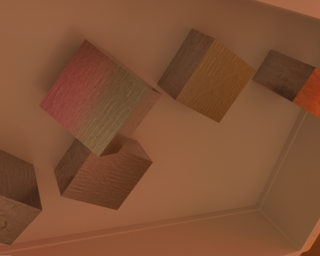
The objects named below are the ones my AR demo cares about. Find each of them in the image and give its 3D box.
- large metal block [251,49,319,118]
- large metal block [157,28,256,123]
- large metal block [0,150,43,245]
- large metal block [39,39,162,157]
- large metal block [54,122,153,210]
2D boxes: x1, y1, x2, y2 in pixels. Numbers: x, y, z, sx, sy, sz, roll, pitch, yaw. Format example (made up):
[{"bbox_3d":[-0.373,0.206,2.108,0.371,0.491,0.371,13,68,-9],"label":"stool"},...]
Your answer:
[{"bbox_3d":[0.195,-0.063,0.444,0.081,0.080,0.050,19,108,-36],"label":"large metal block"},{"bbox_3d":[0.058,-0.063,0.387,0.080,0.050,0.080,24,106,-37],"label":"large metal block"},{"bbox_3d":[-0.176,0.062,0.316,0.050,0.080,0.080,-47,130,5],"label":"large metal block"},{"bbox_3d":[-0.058,-0.029,0.316,0.080,0.080,0.050,-52,170,8],"label":"large metal block"},{"bbox_3d":[-0.071,0.048,0.385,0.080,0.050,0.080,28,103,-38],"label":"large metal block"}]
